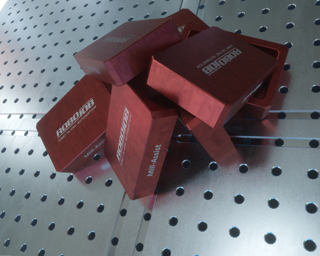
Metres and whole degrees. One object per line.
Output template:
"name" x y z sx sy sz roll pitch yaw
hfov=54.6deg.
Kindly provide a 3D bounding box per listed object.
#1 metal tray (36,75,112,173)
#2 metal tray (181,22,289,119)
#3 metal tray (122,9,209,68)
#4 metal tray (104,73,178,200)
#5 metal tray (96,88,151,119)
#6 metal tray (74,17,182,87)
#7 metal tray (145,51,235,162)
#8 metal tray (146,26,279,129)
"metal tray" -0.110 -0.009 0.440 0.130 0.030 0.090 -41 66 15
"metal tray" 0.079 -0.073 0.381 0.130 0.030 0.090 19 70 14
"metal tray" 0.007 -0.117 0.450 0.131 0.030 0.090 -28 53 -8
"metal tray" -0.029 0.008 0.360 0.030 0.129 0.090 -11 44 -31
"metal tray" -0.067 -0.051 0.472 0.130 0.030 0.090 -43 51 -2
"metal tray" -0.044 -0.095 0.374 0.090 0.030 0.130 -38 29 -15
"metal tray" 0.028 -0.028 0.370 0.030 0.090 0.130 -39 50 3
"metal tray" 0.060 -0.061 0.331 0.090 0.030 0.131 35 45 18
